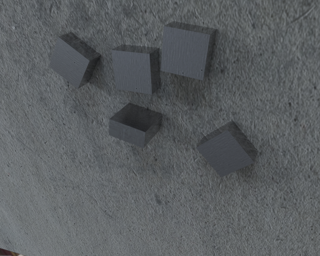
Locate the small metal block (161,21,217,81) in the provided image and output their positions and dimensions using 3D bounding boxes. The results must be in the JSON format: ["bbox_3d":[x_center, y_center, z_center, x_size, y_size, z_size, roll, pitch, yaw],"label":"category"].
[{"bbox_3d":[0.031,-0.085,0.338,0.050,0.025,0.050,17,125,18],"label":"small metal block"}]

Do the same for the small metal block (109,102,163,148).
[{"bbox_3d":[-0.031,-0.005,0.404,0.050,0.050,0.025,20,126,16],"label":"small metal block"}]

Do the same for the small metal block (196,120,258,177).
[{"bbox_3d":[0.082,0.026,0.380,0.050,0.025,0.050,-35,99,38],"label":"small metal block"}]

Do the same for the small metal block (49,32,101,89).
[{"bbox_3d":[-0.114,-0.089,0.412,0.050,0.025,0.050,38,129,2],"label":"small metal block"}]

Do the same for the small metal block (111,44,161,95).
[{"bbox_3d":[-0.028,-0.072,0.377,0.050,0.025,0.050,11,123,22],"label":"small metal block"}]
